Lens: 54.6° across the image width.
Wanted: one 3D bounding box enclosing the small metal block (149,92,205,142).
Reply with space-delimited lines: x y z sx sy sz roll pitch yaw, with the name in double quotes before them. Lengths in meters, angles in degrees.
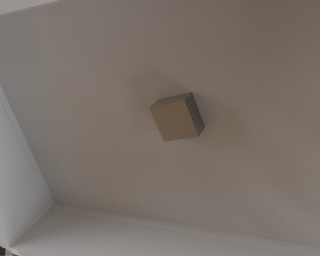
"small metal block" 0.022 -0.013 0.389 0.050 0.025 0.050 -10 113 32
